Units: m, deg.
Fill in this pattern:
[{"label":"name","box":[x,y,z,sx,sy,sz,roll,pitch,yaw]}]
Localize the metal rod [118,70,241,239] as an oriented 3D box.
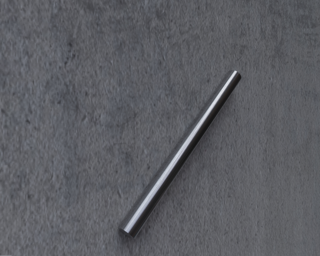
[{"label":"metal rod","box":[0.041,0.021,0.441,0.301,0.025,0.025,-52,121,-27]}]
